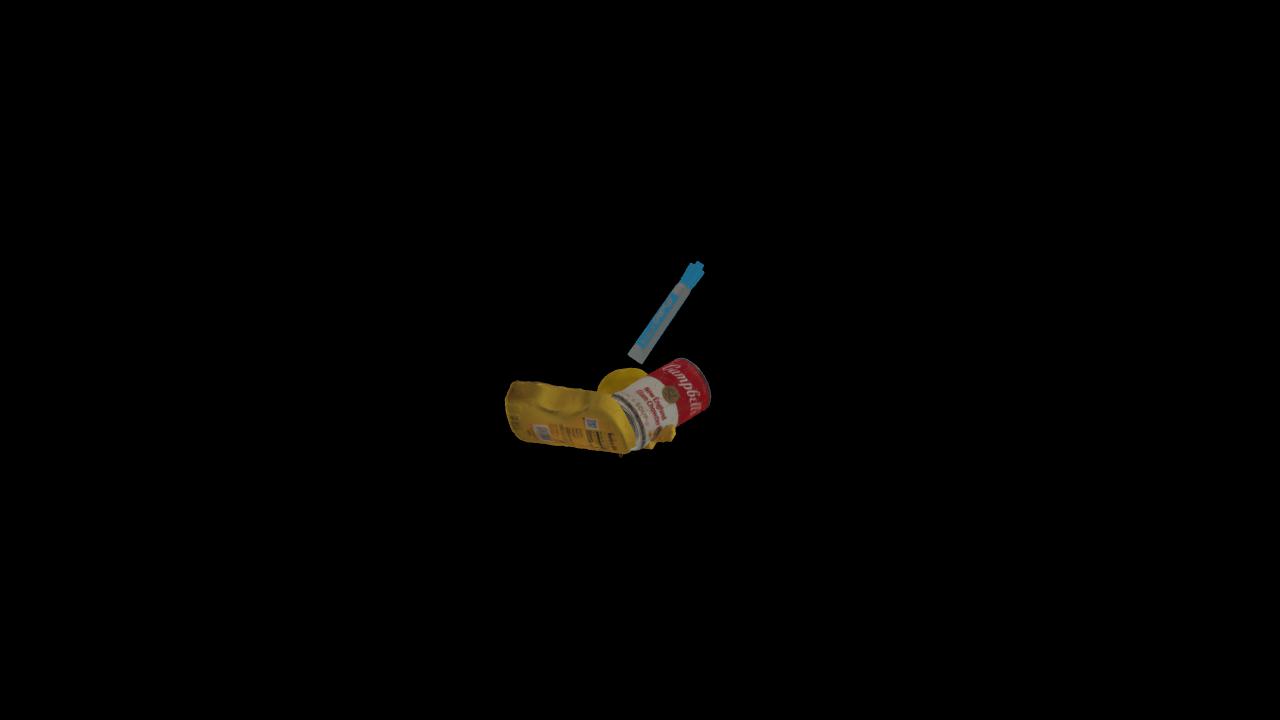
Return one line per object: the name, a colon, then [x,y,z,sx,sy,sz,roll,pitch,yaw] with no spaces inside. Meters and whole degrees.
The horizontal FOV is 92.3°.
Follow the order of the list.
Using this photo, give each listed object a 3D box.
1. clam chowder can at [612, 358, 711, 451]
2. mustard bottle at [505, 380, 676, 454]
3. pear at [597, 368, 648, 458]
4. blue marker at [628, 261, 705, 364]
clam chowder can: [0.019,0.048,0.674,0.102,0.068,0.068,-28,15,-31]
mustard bottle: [-0.050,0.068,0.676,0.184,0.054,0.092,6,-43,15]
pear: [-0.012,0.065,0.762,0.080,0.111,0.080,-7,-33,-4]
blue marker: [0.029,-0.050,0.636,0.020,0.121,0.020,35,2,-1]
